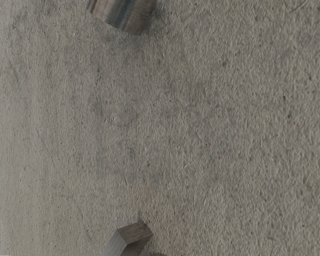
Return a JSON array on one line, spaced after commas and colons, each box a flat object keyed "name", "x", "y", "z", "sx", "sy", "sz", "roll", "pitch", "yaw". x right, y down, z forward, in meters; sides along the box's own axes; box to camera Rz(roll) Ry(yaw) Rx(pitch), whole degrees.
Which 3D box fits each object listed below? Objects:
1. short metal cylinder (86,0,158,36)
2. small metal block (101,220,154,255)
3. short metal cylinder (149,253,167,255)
[{"name": "short metal cylinder", "x": -0.050, "y": -0.165, "z": 0.410, "sx": 0.080, "sy": 0.081, "sz": 0.050, "roll": 44, "pitch": 117, "yaw": 31}, {"name": "small metal block", "x": -0.044, "y": 0.159, "z": 0.425, "sx": 0.025, "sy": 0.050, "sz": 0.050, "roll": 45, "pitch": 117, "yaw": 31}, {"name": "short metal cylinder", "x": -0.011, "y": 0.210, "z": 0.398, "sx": 0.080, "sy": 0.050, "sz": 0.079, "roll": 0, "pitch": 90, "yaw": 40}]
